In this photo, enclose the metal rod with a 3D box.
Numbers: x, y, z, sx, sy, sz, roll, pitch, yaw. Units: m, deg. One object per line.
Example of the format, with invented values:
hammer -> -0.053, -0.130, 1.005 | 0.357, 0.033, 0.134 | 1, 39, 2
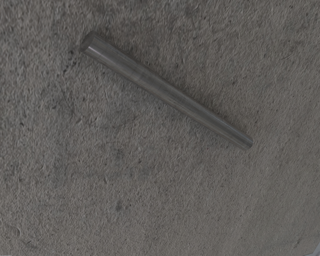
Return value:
metal rod -> 0.032, -0.032, 0.404 | 0.301, 0.025, 0.025 | 28, 103, -38
